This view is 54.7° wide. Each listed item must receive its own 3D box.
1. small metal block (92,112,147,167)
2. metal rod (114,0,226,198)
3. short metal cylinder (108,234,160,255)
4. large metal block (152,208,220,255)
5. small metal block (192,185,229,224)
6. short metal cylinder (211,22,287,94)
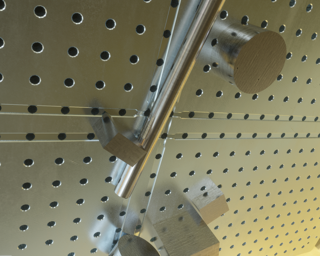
[{"bbox_3d":[-0.050,0.014,0.376,0.025,0.050,0.050,-46,129,4],"label":"small metal block"},{"bbox_3d":[0.009,-0.037,0.392,0.025,0.025,0.298,13,112,-34],"label":"metal rod"},{"bbox_3d":[-0.043,0.215,0.485,0.080,0.080,0.050,23,106,-37],"label":"short metal cylinder"},{"bbox_3d":[0.042,0.191,0.517,0.081,0.080,0.050,-16,125,-19],"label":"large metal block"},{"bbox_3d":[0.089,0.136,0.544,0.050,0.025,0.050,-31,129,-9],"label":"small metal block"},{"bbox_3d":[0.114,-0.091,0.401,0.081,0.050,0.079,-14,124,-21],"label":"short metal cylinder"}]
